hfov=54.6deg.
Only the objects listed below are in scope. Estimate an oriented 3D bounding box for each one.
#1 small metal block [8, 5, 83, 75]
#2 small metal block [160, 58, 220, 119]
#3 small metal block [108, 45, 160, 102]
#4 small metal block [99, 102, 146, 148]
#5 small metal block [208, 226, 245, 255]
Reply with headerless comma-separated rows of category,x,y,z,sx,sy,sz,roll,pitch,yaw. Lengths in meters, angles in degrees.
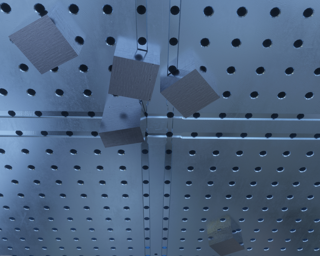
small metal block,-0.120,-0.093,0.331,0.050,0.025,0.050,-22,127,17
small metal block,0.036,-0.046,0.372,0.050,0.025,0.050,-32,123,24
small metal block,-0.030,-0.062,0.358,0.050,0.025,0.050,10,130,-9
small metal block,-0.046,-0.005,0.391,0.050,0.050,0.025,-9,130,7
small metal block,0.128,0.219,0.599,0.050,0.025,0.050,-28,125,21
